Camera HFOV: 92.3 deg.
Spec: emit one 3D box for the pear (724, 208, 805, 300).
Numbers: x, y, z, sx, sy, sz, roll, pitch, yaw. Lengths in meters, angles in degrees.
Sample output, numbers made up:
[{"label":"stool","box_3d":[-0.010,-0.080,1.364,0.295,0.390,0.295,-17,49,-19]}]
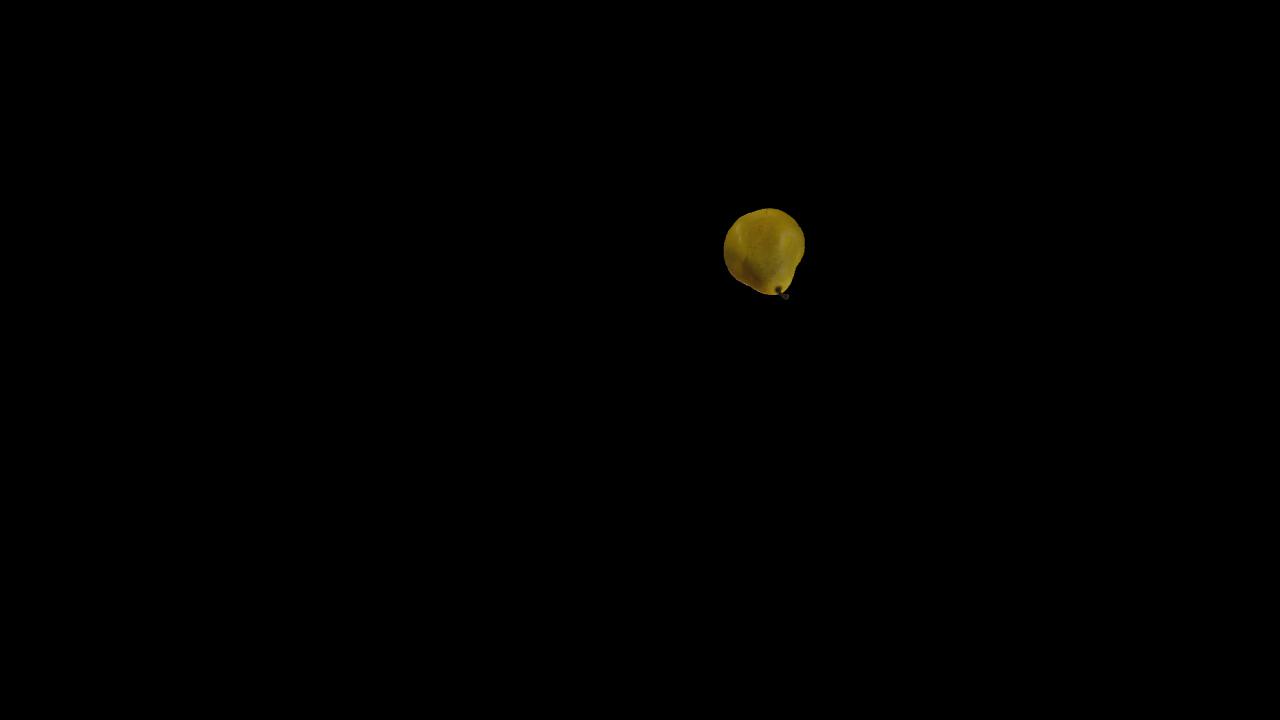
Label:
[{"label":"pear","box_3d":[0.122,-0.092,0.597,0.080,0.111,0.080,3,-36,2]}]
